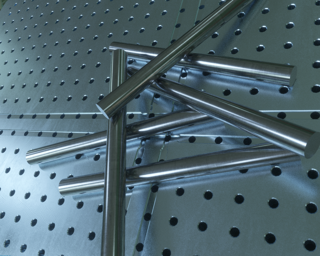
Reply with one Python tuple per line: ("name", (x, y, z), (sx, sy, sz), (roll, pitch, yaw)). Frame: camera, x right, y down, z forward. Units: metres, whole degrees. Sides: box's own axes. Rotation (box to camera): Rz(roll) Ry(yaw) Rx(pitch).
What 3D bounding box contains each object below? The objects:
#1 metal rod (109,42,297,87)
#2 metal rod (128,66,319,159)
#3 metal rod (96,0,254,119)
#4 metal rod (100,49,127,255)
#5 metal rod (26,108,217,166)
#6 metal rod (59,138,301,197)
("metal rod", (0.039, -0.098, 0.448), (0.300, 0.025, 0.025), (18, 71, 35))
("metal rod", (0.043, -0.035, 0.375), (0.025, 0.025, 0.300), (-52, 42, -8))
("metal rod", (0.037, -0.117, 0.426), (0.301, 0.025, 0.025), (-41, 50, -14))
("metal rod", (-0.056, 0.013, 0.397), (0.025, 0.025, 0.300), (-16, 55, 19))
("metal rod", (-0.064, 0.012, 0.435), (0.300, 0.025, 0.025), (-14, 56, 20))
("metal rod", (0.006, 0.052, 0.374), (0.300, 0.025, 0.025), (-13, 57, 21))
